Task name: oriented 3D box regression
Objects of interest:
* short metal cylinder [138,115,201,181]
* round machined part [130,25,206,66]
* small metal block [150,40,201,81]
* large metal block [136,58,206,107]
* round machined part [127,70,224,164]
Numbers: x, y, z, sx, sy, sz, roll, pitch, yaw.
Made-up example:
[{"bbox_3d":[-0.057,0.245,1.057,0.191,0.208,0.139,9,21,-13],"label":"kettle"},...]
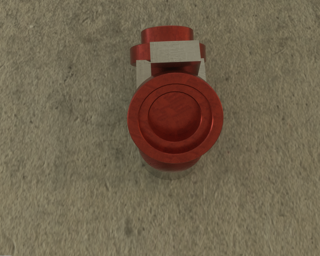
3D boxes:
[{"bbox_3d":[0.013,0.022,0.389,0.081,0.050,0.080,0,70,0],"label":"short metal cylinder"},{"bbox_3d":[0.010,-0.105,0.405,0.099,0.098,0.042,-2,95,-1],"label":"round machined part"},{"bbox_3d":[0.015,-0.069,0.336,0.050,0.050,0.025,-3,70,-1],"label":"small metal block"},{"bbox_3d":[0.013,-0.045,0.396,0.081,0.080,0.050,-2,70,-1],"label":"large metal block"},{"bbox_3d":[0.016,-0.014,0.336,0.099,0.042,0.097,-1,109,-1],"label":"round machined part"}]
